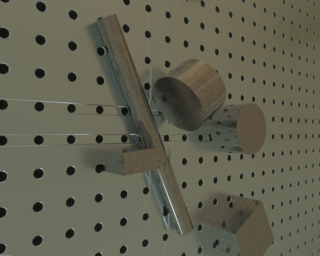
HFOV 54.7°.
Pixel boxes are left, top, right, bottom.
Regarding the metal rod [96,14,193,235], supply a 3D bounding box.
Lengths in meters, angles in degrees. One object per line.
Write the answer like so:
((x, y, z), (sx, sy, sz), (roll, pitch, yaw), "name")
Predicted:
((-0.013, 0.008, 0.397), (0.025, 0.025, 0.298), (-32, 110, -36), "metal rod")

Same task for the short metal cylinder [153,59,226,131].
((0.038, -0.043, 0.405), (0.050, 0.080, 0.080), (-41, 115, -32), "short metal cylinder")

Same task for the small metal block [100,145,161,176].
((-0.035, 0.037, 0.363), (0.050, 0.050, 0.025), (-5, 94, -40), "small metal block")

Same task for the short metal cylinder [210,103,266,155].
((0.127, 0.001, 0.499), (0.081, 0.050, 0.080), (0, 90, -40), "short metal cylinder")

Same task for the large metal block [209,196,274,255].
((0.135, 0.171, 0.507), (0.081, 0.050, 0.080), (-35, 112, -34), "large metal block")
